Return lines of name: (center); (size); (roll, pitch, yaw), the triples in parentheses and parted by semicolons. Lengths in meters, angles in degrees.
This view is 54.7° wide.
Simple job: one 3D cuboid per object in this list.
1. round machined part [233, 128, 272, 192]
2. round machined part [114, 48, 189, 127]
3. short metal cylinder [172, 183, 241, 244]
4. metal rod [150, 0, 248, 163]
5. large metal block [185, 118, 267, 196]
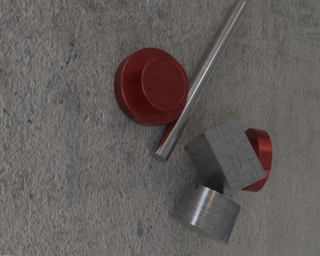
round machined part: (0.132, 0.048, 0.480); (0.042, 0.098, 0.098); (10, 83, -4)
round machined part: (-0.003, -0.051, 0.383); (0.099, 0.042, 0.097); (3, 85, -34)
short metal cylinder: (0.063, 0.117, 0.421); (0.080, 0.080, 0.050); (40, 67, -33)
metal rod: (0.066, -0.082, 0.459); (0.025, 0.025, 0.300); (44, 64, -31)
large metal block: (0.084, 0.043, 0.416); (0.050, 0.080, 0.080); (-22, 80, -18)
